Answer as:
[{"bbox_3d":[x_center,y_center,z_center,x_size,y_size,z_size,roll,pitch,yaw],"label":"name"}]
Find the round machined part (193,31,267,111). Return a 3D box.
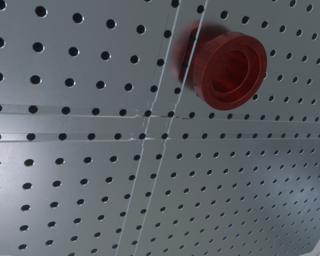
[{"bbox_3d":[0.085,-0.075,0.399,0.099,0.042,0.097,-14,124,-21],"label":"round machined part"}]
